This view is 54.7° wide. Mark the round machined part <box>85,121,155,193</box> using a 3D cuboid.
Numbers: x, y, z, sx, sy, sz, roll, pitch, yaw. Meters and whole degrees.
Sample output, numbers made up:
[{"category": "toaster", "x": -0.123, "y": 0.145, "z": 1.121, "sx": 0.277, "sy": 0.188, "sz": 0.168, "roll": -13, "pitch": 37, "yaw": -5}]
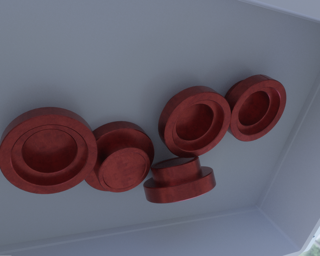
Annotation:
[{"category": "round machined part", "x": -0.051, "y": 0.044, "z": 0.398, "sx": 0.099, "sy": 0.042, "sz": 0.097, "roll": -14, "pitch": 125, "yaw": -21}]

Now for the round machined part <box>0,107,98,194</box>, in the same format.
[{"category": "round machined part", "x": -0.122, "y": 0.021, "z": 0.342, "sx": 0.099, "sy": 0.042, "sz": 0.097, "roll": -11, "pitch": 120, "yaw": -18}]

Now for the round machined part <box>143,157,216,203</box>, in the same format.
[{"category": "round machined part", "x": 0.024, "y": 0.066, "z": 0.428, "sx": 0.099, "sy": 0.098, "sz": 0.042, "roll": -14, "pitch": 93, "yaw": -21}]

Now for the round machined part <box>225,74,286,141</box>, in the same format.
[{"category": "round machined part", "x": 0.131, "y": -0.032, "z": 0.452, "sx": 0.099, "sy": 0.042, "sz": 0.097, "roll": -14, "pitch": 124, "yaw": -21}]

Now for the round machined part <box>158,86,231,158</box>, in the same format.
[{"category": "round machined part", "x": 0.042, "y": -0.012, "z": 0.415, "sx": 0.099, "sy": 0.042, "sz": 0.097, "roll": -14, "pitch": 124, "yaw": -20}]
